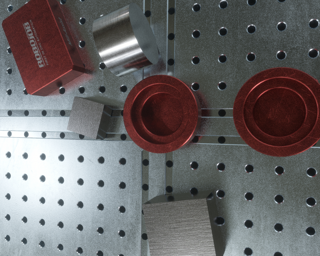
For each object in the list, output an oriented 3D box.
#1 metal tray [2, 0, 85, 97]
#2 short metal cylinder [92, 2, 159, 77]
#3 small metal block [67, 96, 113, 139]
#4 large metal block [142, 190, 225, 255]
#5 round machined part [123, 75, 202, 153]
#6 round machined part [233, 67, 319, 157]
[{"bbox_3d":[-0.179,-0.125,0.473,0.090,0.030,0.129,-26,82,18],"label":"metal tray"},{"bbox_3d":[-0.042,-0.112,0.398,0.050,0.080,0.080,-17,85,19],"label":"short metal cylinder"},{"bbox_3d":[-0.101,-0.015,0.448,0.050,0.025,0.050,16,96,19],"label":"small metal block"},{"bbox_3d":[0.031,0.126,0.388,0.080,0.050,0.080,-11,87,19],"label":"large metal block"},{"bbox_3d":[0.006,-0.017,0.401,0.098,0.042,0.097,0,90,20],"label":"round machined part"},{"bbox_3d":[0.136,-0.017,0.355,0.098,0.042,0.097,0,90,20],"label":"round machined part"}]
